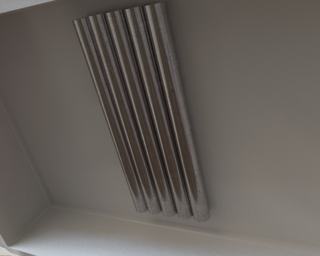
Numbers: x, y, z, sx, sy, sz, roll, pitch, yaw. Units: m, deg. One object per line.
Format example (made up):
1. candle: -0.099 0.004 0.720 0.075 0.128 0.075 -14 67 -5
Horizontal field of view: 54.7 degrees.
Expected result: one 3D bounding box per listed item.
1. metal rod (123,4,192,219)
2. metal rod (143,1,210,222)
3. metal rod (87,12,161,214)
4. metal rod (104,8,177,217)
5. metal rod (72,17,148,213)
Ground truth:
1. metal rod: 0.006 -0.002 0.403 0.025 0.025 0.298 0 119 28
2. metal rod: 0.028 -0.002 0.391 0.025 0.025 0.298 0 119 28
3. metal rod: -0.040 -0.003 0.426 0.025 0.025 0.298 0 119 28
4. metal rod: -0.017 -0.003 0.415 0.025 0.025 0.298 0 119 28
5. metal rod: -0.061 -0.002 0.438 0.025 0.025 0.298 0 119 28
